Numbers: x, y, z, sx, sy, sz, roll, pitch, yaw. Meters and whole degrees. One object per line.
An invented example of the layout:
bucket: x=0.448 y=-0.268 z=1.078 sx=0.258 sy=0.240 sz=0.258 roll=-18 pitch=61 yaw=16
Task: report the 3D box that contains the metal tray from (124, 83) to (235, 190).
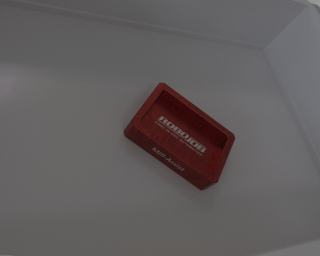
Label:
metal tray: x=0.029 y=0.009 z=0.411 sx=0.130 sy=0.030 sz=0.090 roll=36 pitch=51 yaw=-4
